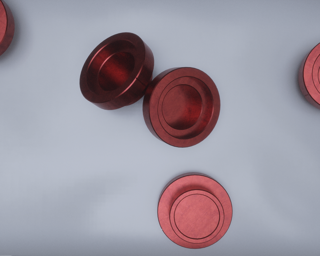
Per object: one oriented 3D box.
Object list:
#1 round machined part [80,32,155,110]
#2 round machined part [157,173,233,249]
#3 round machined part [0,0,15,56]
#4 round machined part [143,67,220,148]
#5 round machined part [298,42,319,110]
[{"bbox_3d":[-0.049,-0.066,0.386,0.098,0.042,0.098,-14,61,27],"label":"round machined part"},{"bbox_3d":[0.046,0.109,0.403,0.099,0.042,0.097,0,90,0],"label":"round machined part"},{"bbox_3d":[-0.237,-0.131,0.400,0.099,0.042,0.097,0,90,-2],"label":"round machined part"},{"bbox_3d":[0.024,-0.027,0.390,0.099,0.042,0.097,-5,101,-24],"label":"round machined part"},{"bbox_3d":[0.230,-0.066,0.399,0.098,0.042,0.097,0,89,9],"label":"round machined part"}]
